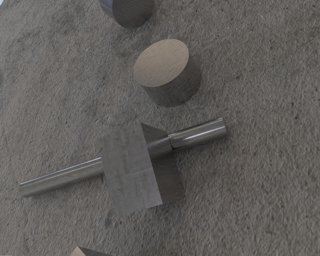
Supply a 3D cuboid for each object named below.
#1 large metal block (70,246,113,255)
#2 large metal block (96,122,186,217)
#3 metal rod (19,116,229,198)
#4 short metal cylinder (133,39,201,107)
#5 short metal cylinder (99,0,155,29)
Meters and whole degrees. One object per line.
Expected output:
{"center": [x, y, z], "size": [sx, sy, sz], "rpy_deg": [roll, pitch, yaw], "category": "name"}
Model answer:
{"center": [-0.048, 0.164, 0.293], "size": [0.080, 0.080, 0.050], "rpy_deg": [29, 78, 37], "category": "large metal block"}
{"center": [-0.017, 0.045, 0.334], "size": [0.050, 0.080, 0.080], "rpy_deg": [-20, 76, 16], "category": "large metal block"}
{"center": [-0.059, 0.044, 0.407], "size": [0.301, 0.025, 0.025], "rpy_deg": [-19, 55, 17], "category": "metal rod"}
{"center": [0.011, -0.075, 0.428], "size": [0.080, 0.050, 0.080], "rpy_deg": [-13, 56, 21], "category": "short metal cylinder"}
{"center": [-0.057, -0.219, 0.533], "size": [0.080, 0.080, 0.050], "rpy_deg": [-43, 51, -2], "category": "short metal cylinder"}
